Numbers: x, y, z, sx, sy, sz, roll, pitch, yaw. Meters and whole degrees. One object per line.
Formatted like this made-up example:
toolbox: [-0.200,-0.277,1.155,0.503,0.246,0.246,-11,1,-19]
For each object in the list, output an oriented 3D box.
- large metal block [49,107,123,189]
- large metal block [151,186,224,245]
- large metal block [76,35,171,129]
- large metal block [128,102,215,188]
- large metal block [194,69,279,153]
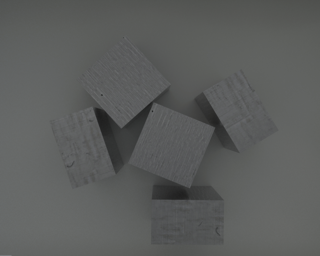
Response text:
large metal block: [-0.086,0.022,0.382,0.050,0.080,0.080,-19,90,0]
large metal block: [0.031,0.104,0.384,0.081,0.080,0.050,1,90,-1]
large metal block: [-0.044,-0.055,0.397,0.080,0.050,0.080,-42,91,0]
large metal block: [0.014,0.021,0.398,0.080,0.050,0.080,22,90,-1]
large metal block: [0.090,-0.019,0.383,0.050,0.080,0.080,-31,90,0]
